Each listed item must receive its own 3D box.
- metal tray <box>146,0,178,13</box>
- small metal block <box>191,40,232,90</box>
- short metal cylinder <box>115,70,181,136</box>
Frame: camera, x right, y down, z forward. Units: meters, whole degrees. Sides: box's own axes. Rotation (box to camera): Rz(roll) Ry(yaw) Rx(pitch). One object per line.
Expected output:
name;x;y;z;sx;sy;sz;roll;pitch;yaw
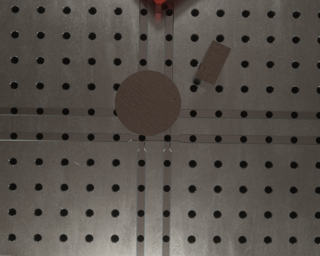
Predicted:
metal tray;-0.007;-0.233;0.411;0.090;0.030;0.130;-38;91;-1
small metal block;0.065;-0.080;0.402;0.025;0.050;0.050;26;90;0
short metal cylinder;-0.015;-0.030;0.401;0.081;0.050;0.079;0;90;-1
